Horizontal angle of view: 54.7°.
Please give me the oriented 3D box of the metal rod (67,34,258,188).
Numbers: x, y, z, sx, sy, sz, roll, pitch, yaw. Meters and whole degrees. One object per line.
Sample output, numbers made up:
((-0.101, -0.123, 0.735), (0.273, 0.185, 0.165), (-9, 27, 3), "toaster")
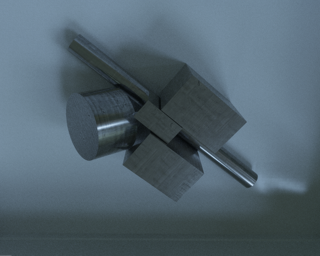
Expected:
((0.013, -0.014, 0.406), (0.301, 0.025, 0.025), (37, 106, -13), "metal rod")

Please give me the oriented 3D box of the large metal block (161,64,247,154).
((0.048, -0.027, 0.372), (0.080, 0.080, 0.050), (38, 105, -13), "large metal block")

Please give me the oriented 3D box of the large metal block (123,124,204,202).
((0.004, 0.034, 0.394), (0.080, 0.080, 0.050), (37, 106, -13), "large metal block")

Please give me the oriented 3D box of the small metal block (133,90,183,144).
((-0.002, -0.015, 0.367), (0.050, 0.050, 0.025), (39, 105, -14), "small metal block")

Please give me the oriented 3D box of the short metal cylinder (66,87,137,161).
((-0.071, -0.006, 0.371), (0.050, 0.080, 0.079), (-15, 116, -37), "short metal cylinder")
